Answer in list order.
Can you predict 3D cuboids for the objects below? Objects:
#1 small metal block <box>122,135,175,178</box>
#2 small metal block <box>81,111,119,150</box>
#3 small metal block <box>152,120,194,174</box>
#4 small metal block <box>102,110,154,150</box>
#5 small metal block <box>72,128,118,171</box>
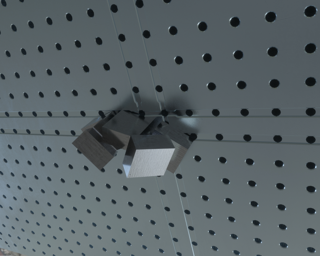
[{"bbox_3d":[-0.015,0.035,0.389,0.050,0.025,0.050,0,131,-25],"label":"small metal block"},{"bbox_3d":[-0.080,0.009,0.457,0.050,0.025,0.050,-21,108,35],"label":"small metal block"},{"bbox_3d":[0.011,0.026,0.421,0.050,0.025,0.050,31,128,7],"label":"small metal block"},{"bbox_3d":[-0.043,0.004,0.418,0.050,0.050,0.025,17,125,18],"label":"small metal block"},{"bbox_3d":[-0.086,0.027,0.419,0.025,0.050,0.050,-45,94,1],"label":"small metal block"}]
